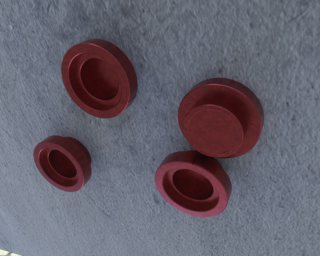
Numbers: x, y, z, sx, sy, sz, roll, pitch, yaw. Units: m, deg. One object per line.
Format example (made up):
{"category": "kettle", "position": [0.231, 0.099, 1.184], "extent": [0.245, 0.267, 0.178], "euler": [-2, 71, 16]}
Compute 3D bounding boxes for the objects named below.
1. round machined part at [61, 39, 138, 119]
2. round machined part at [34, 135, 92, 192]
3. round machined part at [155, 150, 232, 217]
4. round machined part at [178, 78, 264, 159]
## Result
{"category": "round machined part", "position": [-0.071, -0.064, 0.392], "extent": [0.098, 0.042, 0.097], "euler": [13, 124, 20]}
{"category": "round machined part", "position": [-0.153, 0.054, 0.507], "extent": [0.098, 0.042, 0.097], "euler": [13, 124, 20]}
{"category": "round machined part", "position": [0.046, 0.068, 0.408], "extent": [0.098, 0.042, 0.097], "euler": [15, 131, 19]}
{"category": "round machined part", "position": [0.066, -0.005, 0.357], "extent": [0.098, 0.042, 0.097], "euler": [13, 124, 20]}
